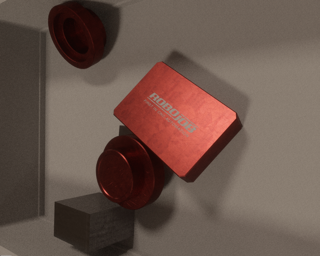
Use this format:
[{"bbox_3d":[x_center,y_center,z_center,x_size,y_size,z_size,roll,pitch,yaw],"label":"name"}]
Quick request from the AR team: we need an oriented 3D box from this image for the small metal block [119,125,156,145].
[{"bbox_3d":[-0.032,0.024,0.431,0.050,0.025,0.050,9,96,39],"label":"small metal block"}]

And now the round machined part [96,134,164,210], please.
[{"bbox_3d":[-0.045,0.058,0.400,0.098,0.042,0.097,6,99,39],"label":"round machined part"}]

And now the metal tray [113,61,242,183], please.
[{"bbox_3d":[0.017,-0.011,0.364,0.090,0.030,0.130,-48,58,-1],"label":"metal tray"}]

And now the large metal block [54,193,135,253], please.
[{"bbox_3d":[-0.094,0.131,0.446,0.080,0.081,0.050,3,92,39],"label":"large metal block"}]

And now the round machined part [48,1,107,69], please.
[{"bbox_3d":[-0.121,-0.144,0.475,0.098,0.042,0.097,25,137,27],"label":"round machined part"}]
